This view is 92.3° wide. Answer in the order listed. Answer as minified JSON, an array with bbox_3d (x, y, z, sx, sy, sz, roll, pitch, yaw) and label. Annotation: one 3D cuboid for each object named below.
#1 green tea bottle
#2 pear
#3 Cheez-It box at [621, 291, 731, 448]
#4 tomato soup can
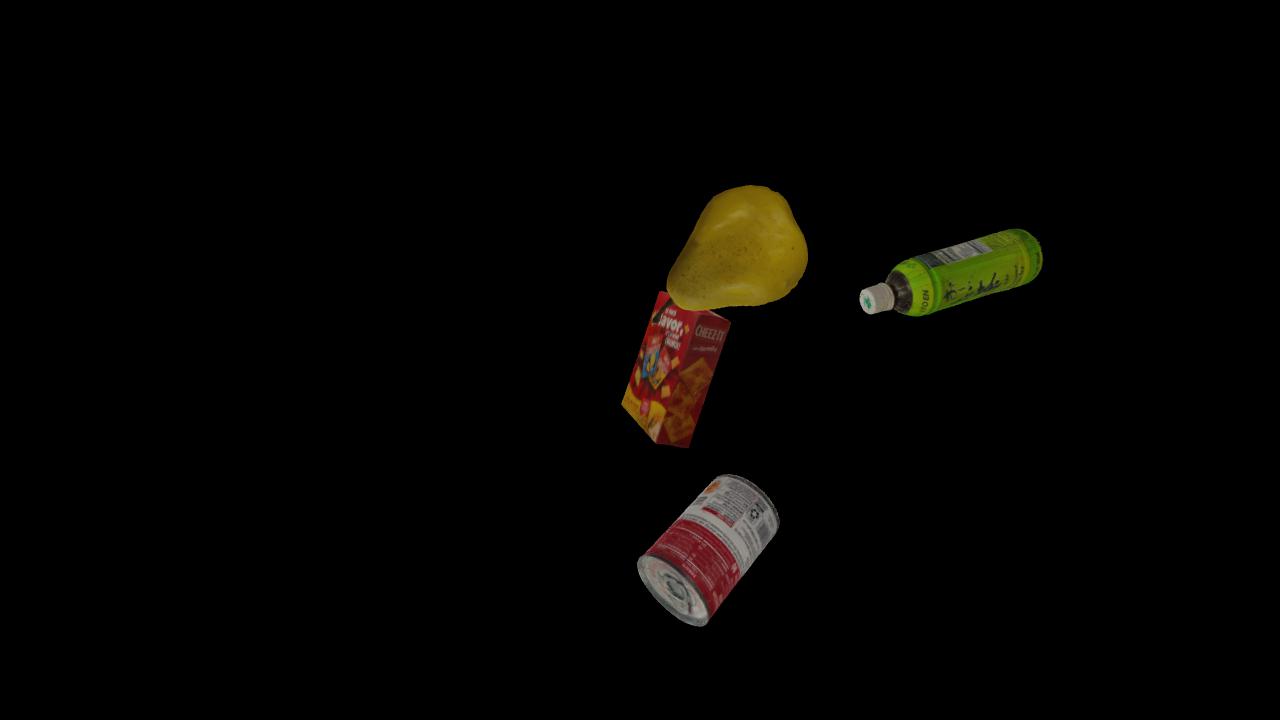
[{"bbox_3d":[0.354,-0.095,0.711,0.212,0.073,0.073,-15,3,-10],"label":"green tea bottle"},{"bbox_3d":[0.052,-0.065,0.410,0.111,0.080,0.080,-25,-4,9],"label":"pear"},{"bbox_3d":[0.055,0.011,1.029,0.071,0.223,0.166,12,13,-25],"label":"Cheez-It box"},{"bbox_3d":[0.055,0.145,0.482,0.068,0.068,0.101,0,31,49],"label":"tomato soup can"}]
